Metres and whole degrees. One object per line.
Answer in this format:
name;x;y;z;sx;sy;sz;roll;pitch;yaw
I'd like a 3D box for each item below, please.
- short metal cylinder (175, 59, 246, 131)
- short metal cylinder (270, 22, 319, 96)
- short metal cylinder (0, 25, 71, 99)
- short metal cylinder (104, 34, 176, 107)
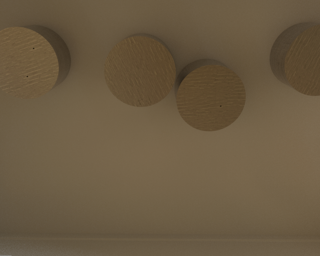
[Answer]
short metal cylinder;0.059;-0.042;0.383;0.081;0.050;0.079;0;110;0
short metal cylinder;0.179;-0.083;0.369;0.081;0.050;0.079;0;110;0
short metal cylinder;-0.153;-0.079;0.367;0.081;0.050;0.079;0;110;0
short metal cylinder;-0.022;-0.071;0.372;0.081;0.050;0.079;0;110;0
